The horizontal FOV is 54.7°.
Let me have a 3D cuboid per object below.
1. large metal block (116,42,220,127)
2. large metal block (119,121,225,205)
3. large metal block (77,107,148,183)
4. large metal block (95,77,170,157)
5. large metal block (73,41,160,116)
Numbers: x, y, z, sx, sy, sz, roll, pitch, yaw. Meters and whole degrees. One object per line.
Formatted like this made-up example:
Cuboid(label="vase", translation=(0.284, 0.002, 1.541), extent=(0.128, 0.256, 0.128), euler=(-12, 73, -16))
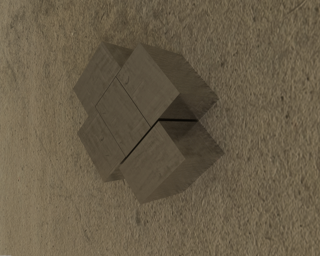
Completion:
Cuboid(label="large metal block", translation=(0.010, -0.047, 0.361), extent=(0.050, 0.081, 0.080), euler=(-50, 61, 28))
Cuboid(label="large metal block", translation=(0.014, 0.038, 0.358), extent=(0.080, 0.081, 0.050), euler=(-49, 61, 28))
Cuboid(label="large metal block", translation=(-0.048, 0.020, 0.409), extent=(0.050, 0.081, 0.080), euler=(-50, 61, 28))
Cuboid(label="large metal block", translation=(-0.019, -0.014, 0.385), extent=(0.050, 0.081, 0.080), euler=(-50, 61, 28))
Cuboid(label="large metal block", translation=(-0.055, -0.060, 0.414), extent=(0.080, 0.081, 0.050), euler=(-49, 61, 28))
